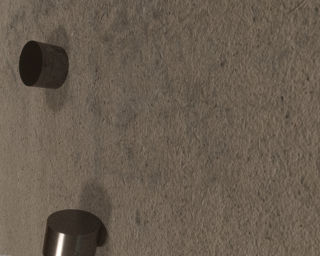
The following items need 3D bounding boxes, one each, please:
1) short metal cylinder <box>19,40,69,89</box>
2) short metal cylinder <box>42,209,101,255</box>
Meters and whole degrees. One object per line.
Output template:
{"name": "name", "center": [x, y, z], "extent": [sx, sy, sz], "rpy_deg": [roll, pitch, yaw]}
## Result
{"name": "short metal cylinder", "center": [-0.210, -0.112, 0.558], "extent": [0.080, 0.050, 0.079], "rpy_deg": [0, 90, 39]}
{"name": "short metal cylinder", "center": [-0.136, 0.167, 0.478], "extent": [0.080, 0.081, 0.050], "rpy_deg": [19, 102, 38]}
